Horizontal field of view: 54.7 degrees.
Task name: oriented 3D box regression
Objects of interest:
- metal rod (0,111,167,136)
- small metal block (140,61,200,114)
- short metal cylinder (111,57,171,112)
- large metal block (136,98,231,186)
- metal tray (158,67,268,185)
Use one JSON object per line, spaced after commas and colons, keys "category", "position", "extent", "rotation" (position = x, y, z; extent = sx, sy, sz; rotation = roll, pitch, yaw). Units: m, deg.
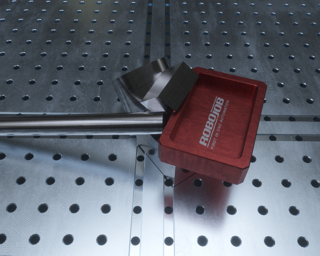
{"category": "metal rod", "position": [-0.141, -0.003, 0.370], "extent": [0.301, 0.025, 0.025], "rotation": [-1, 49, 13]}
{"category": "small metal block", "position": [0.010, -0.043, 0.350], "extent": [0.025, 0.050, 0.050], "rotation": [40, 72, -18]}
{"category": "short metal cylinder", "position": [-0.017, -0.054, 0.409], "extent": [0.081, 0.080, 0.050], "rotation": [-28, 99, -22]}
{"category": "large metal block", "position": [0.026, 0.010, 0.381], "extent": [0.081, 0.050, 0.080], "rotation": [-28, 56, -22]}
{"category": "metal tray", "position": [0.062, -0.009, 0.344], "extent": [0.090, 0.030, 0.130], "rotation": [16, 51, 13]}
